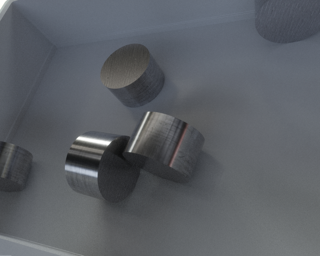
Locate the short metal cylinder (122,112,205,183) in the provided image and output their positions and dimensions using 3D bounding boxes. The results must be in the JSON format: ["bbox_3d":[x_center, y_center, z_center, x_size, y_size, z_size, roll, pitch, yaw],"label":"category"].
[{"bbox_3d":[0.005,0.023,0.354,0.080,0.080,0.050,12,68,33],"label":"short metal cylinder"}]

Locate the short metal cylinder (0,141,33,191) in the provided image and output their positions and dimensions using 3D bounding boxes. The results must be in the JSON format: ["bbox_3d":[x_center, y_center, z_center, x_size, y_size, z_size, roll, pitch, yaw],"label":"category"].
[{"bbox_3d":[-0.237,0.058,0.460,0.080,0.080,0.050,-8,58,24],"label":"short metal cylinder"}]

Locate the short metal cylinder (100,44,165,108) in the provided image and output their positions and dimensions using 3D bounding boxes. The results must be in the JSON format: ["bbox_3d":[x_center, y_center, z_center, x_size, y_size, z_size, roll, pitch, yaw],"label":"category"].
[{"bbox_3d":[-0.040,-0.077,0.458,0.080,0.050,0.080,-13,56,21],"label":"short metal cylinder"}]

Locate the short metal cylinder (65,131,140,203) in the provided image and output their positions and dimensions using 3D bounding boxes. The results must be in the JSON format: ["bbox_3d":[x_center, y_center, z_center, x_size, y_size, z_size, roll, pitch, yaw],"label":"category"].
[{"bbox_3d":[-0.067,0.046,0.378,0.050,0.080,0.080,7,65,31],"label":"short metal cylinder"}]

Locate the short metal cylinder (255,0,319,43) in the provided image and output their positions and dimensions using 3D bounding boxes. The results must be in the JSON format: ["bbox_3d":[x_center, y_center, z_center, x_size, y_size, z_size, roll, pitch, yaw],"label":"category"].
[{"bbox_3d":[0.158,-0.151,0.380,0.080,0.080,0.050,-6,59,25],"label":"short metal cylinder"}]
